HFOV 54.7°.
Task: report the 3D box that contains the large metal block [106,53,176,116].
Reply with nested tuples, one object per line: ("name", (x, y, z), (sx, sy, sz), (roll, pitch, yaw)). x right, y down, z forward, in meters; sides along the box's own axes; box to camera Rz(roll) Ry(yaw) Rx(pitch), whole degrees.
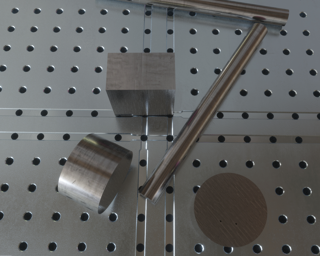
("large metal block", (-0.022, -0.054, 0.402), (0.081, 0.080, 0.050), (0, 70, 0))

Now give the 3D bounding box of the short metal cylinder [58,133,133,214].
("short metal cylinder", (-0.073, 0.053, 0.363), (0.050, 0.080, 0.080), (25, 72, 8))

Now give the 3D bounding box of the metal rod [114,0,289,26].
("metal rod", (0.045, -0.195, 0.483), (0.302, 0.025, 0.025), (10, 70, 3))

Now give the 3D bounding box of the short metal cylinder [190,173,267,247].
("short metal cylinder", (0.078, 0.097, 0.364), (0.081, 0.050, 0.080), (0, 70, 0))

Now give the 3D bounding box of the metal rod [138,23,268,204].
("metal rod", (0.067, -0.031, 0.423), (0.025, 0.025, 0.300), (32, 73, 11))
